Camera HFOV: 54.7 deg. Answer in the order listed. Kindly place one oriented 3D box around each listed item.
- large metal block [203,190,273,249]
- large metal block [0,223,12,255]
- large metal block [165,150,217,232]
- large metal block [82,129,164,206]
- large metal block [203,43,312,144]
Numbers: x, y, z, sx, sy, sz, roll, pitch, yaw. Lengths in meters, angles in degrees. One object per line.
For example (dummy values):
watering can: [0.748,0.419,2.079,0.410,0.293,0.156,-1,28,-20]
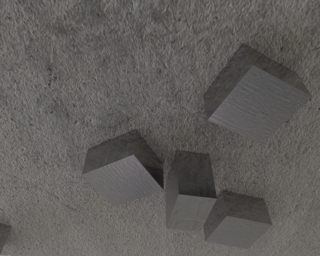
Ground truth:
large metal block: [0.127,0.156,0.525,0.081,0.050,0.079,14,129,-12]
large metal block: [-0.318,0.225,0.560,0.050,0.080,0.080,24,126,-19]
large metal block: [0.041,0.091,0.449,0.050,0.080,0.079,8,130,-7]
large metal block: [-0.049,0.058,0.440,0.080,0.050,0.080,-22,127,18]
large metal block: [0.108,-0.037,0.360,0.080,0.050,0.080,22,127,-18]
